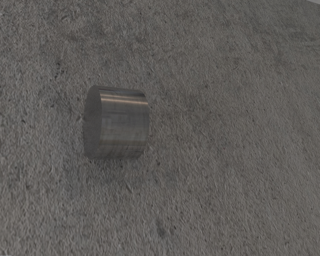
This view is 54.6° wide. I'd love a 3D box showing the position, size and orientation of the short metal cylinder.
[{"bbox_3d":[-0.051,-0.005,0.344,0.050,0.080,0.080,3,60,-27],"label":"short metal cylinder"}]
